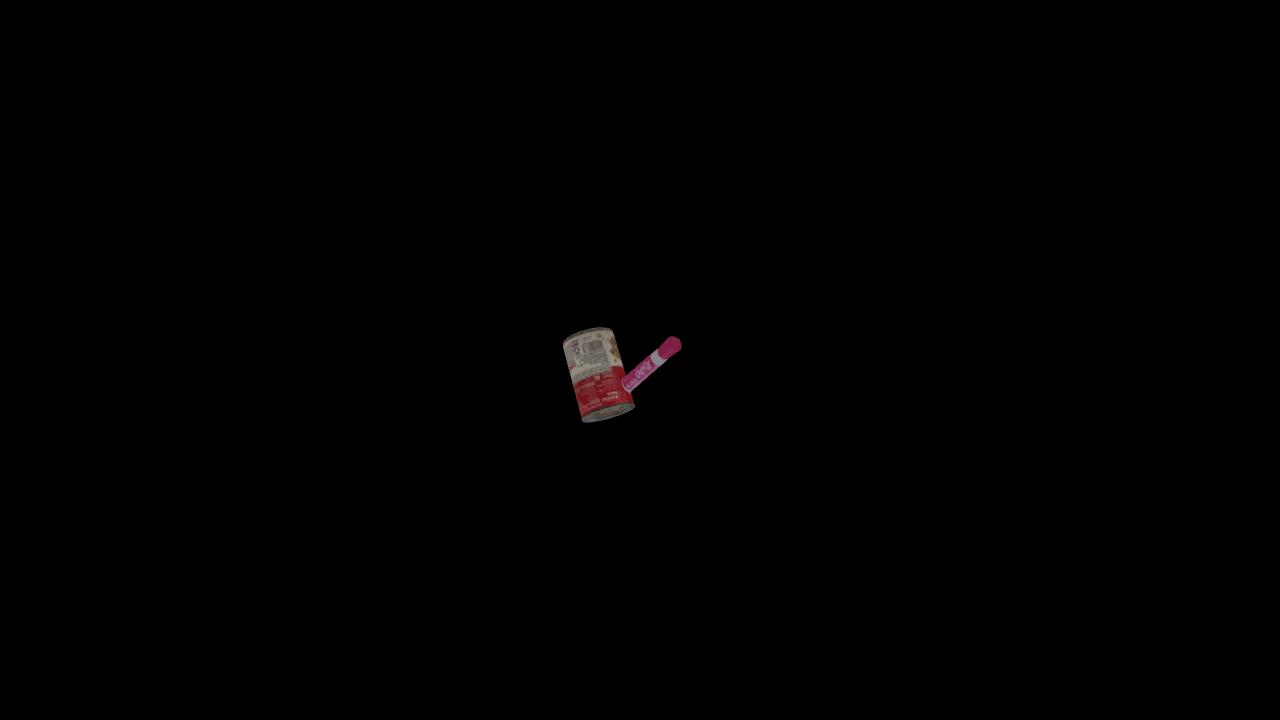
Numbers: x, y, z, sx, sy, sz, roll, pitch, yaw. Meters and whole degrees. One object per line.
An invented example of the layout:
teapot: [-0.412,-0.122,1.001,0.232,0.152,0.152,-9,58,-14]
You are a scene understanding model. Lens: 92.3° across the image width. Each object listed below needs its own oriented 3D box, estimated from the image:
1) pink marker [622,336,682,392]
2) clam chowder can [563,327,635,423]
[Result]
pink marker: [0.010,0.007,0.704,0.020,0.020,0.121,0,-27,-35]
clam chowder can: [-0.052,0.019,0.758,0.068,0.102,0.068,-16,-14,-4]
